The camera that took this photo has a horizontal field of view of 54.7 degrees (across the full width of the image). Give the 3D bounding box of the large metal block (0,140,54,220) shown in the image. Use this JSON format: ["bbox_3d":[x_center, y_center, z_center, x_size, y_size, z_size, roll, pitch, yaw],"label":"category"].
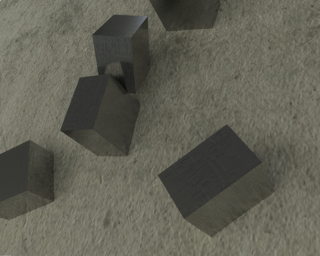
[{"bbox_3d":[-0.203,0.076,0.445,0.080,0.050,0.080,-24,53,13],"label":"large metal block"}]

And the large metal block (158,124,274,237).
[{"bbox_3d":[0.058,0.055,0.304,0.080,0.080,0.050,-37,51,3],"label":"large metal block"}]

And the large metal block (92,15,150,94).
[{"bbox_3d":[-0.050,-0.105,0.434,0.050,0.079,0.080,7,38,11],"label":"large metal block"}]

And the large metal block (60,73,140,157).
[{"bbox_3d":[-0.075,-0.014,0.415,0.050,0.080,0.080,-2,61,27],"label":"large metal block"}]

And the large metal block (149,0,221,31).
[{"bbox_3d":[0.037,-0.196,0.468,0.080,0.080,0.050,7,65,31],"label":"large metal block"}]
